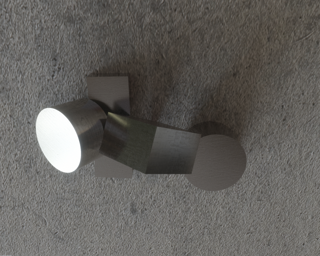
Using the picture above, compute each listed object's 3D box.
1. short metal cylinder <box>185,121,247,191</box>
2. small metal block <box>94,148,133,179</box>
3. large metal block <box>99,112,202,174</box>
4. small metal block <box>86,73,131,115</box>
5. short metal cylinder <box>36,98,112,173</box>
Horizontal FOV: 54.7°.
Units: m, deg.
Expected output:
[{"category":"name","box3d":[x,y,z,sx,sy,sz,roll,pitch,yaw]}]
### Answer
[{"category":"short metal cylinder","box3d":[0.068,0.036,0.412,0.081,0.050,0.079,0,110,-1]},{"category":"small metal block","box3d":[-0.062,0.040,0.425,0.050,0.025,0.050,3,110,-2]},{"category":"large metal block","box3d":[-0.011,0.018,0.368,0.081,0.080,0.050,10,95,-48]},{"category":"small metal block","box3d":[-0.063,-0.043,0.394,0.050,0.025,0.050,-1,110,0]},{"category":"short metal cylinder","box3d":[-0.105,0.008,0.380,0.080,0.050,0.079,14,115,33]}]
